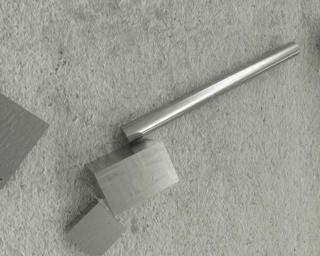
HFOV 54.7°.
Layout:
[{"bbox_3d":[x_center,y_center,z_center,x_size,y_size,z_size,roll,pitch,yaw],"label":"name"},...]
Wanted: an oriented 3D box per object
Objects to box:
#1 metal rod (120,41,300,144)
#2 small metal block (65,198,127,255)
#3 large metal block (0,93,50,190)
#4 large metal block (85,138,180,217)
[{"bbox_3d":[0.082,-0.057,0.439,0.302,0.025,0.025,-28,100,-18],"label":"metal rod"},{"bbox_3d":[-0.079,0.124,0.380,0.050,0.025,0.050,-44,104,-15],"label":"small metal block"},{"bbox_3d":[-0.177,0.007,0.330,0.080,0.050,0.080,36,78,-17],"label":"large metal block"},{"bbox_3d":[-0.036,0.052,0.367,0.081,0.080,0.050,-26,99,-18],"label":"large metal block"}]
